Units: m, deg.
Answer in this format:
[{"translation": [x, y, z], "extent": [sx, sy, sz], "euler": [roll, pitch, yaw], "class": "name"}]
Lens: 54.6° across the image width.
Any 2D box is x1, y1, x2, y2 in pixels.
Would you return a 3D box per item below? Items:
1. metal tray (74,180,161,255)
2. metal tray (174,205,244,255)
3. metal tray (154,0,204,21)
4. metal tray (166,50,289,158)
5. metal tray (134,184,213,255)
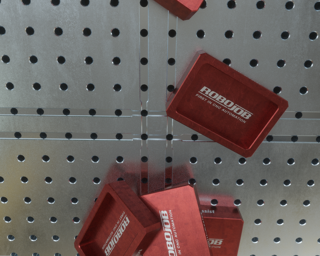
[{"translation": [-0.064, 0.150, 0.432], "extent": [0.090, 0.030, 0.129], "euler": [43, 115, 30], "class": "metal tray"}, {"translation": [0.053, 0.163, 0.471], "extent": [0.131, 0.030, 0.089], "euler": [4, 110, -2], "class": "metal tray"}, {"translation": [0.001, -0.188, 0.323], "extent": [0.130, 0.030, 0.090], "euler": [31, 84, -12], "class": "metal tray"}, {"translation": [0.084, -0.029, 0.400], "extent": [0.130, 0.030, 0.090], "euler": [28, 108, -10], "class": "metal tray"}, {"translation": [0.019, 0.150, 0.430], "extent": [0.090, 0.030, 0.129], "euler": [-15, 80, 11], "class": "metal tray"}]
